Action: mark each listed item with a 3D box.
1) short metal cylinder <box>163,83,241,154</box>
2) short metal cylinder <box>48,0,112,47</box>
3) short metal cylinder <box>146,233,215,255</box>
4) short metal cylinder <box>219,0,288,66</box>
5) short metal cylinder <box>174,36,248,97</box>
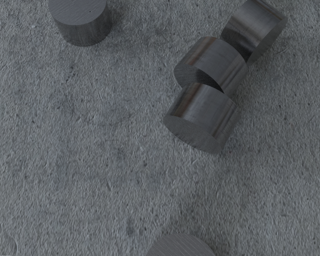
[{"bbox_3d":[0.051,-0.011,0.383,0.080,0.080,0.050,29,73,10],"label":"short metal cylinder"},{"bbox_3d":[-0.115,-0.168,0.455,0.081,0.050,0.080,0,70,0],"label":"short metal cylinder"},{"bbox_3d":[0.021,0.157,0.337,0.081,0.050,0.080,0,70,0],"label":"short metal cylinder"},{"bbox_3d":[0.128,-0.132,0.428,0.080,0.080,0.050,-42,76,-14],"label":"short metal cylinder"},{"bbox_3d":[0.065,-0.072,0.405,0.080,0.080,0.050,35,74,12],"label":"short metal cylinder"}]
